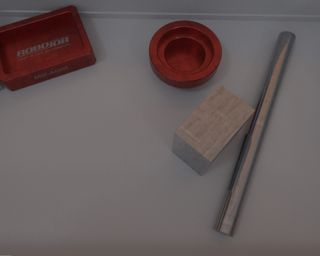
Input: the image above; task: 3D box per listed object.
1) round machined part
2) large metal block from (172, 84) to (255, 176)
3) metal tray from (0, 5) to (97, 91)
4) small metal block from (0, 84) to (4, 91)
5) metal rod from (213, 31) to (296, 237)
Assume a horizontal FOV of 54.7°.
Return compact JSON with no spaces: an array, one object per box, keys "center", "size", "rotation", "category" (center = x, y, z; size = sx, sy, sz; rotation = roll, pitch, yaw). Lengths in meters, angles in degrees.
[{"center":[0.034,-0.099,0.437],"size":[0.099,0.042,0.098],"rotation":[0,70,-1],"category":"round machined part"},{"center":[0.061,0.006,0.379],"size":[0.050,0.080,0.080],"rotation":[40,75,13],"category":"large metal block"},{"center":[-0.169,-0.116,0.447],"size":[0.131,0.030,0.090],"rotation":[-20,72,-8],"category":"metal tray"},{"center":[-0.249,-0.064,0.417],"size":[0.050,0.050,0.025],"rotation":[-26,72,-9],"category":"small metal block"},{"center":[0.132,-0.006,0.413],"size":[0.025,0.025,0.300],"rotation":[22,71,7],"category":"metal rod"}]
